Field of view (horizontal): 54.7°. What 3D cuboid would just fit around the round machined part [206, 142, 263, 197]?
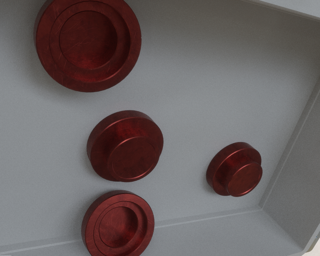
[{"bbox_3d":[0.130,0.075,0.515,0.099,0.042,0.097,-14,124,-21],"label":"round machined part"}]

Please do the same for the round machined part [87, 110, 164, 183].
[{"bbox_3d":[-0.040,0.030,0.394,0.099,0.042,0.097,-14,124,-21],"label":"round machined part"}]

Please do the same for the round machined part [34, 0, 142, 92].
[{"bbox_3d":[-0.071,-0.088,0.304,0.099,0.042,0.097,-14,124,-21],"label":"round machined part"}]

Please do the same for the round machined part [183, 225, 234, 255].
[{"bbox_3d":[0.086,0.225,0.586,0.099,0.042,0.097,-14,124,-21],"label":"round machined part"}]

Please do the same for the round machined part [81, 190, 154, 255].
[{"bbox_3d":[-0.061,0.135,0.431,0.099,0.042,0.097,-1,92,-28],"label":"round machined part"}]
